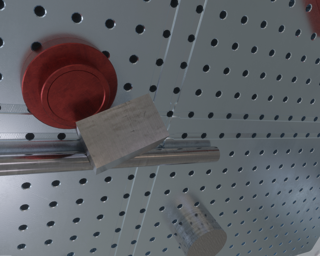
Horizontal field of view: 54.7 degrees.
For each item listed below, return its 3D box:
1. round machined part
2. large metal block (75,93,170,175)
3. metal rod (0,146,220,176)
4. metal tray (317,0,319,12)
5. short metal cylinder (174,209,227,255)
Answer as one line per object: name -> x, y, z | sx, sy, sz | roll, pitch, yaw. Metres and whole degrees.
round machined part -> -0.091, -0.041, 0.325 | 0.099, 0.042, 0.097 | -14, 125, -21
large metal block -> -0.044, 0.010, 0.348 | 0.081, 0.080, 0.050 | -24, 83, -17
metal rod -> -0.047, 0.041, 0.410 | 0.303, 0.025, 0.025 | 0, 118, -29
metal tray -> 0.294, -0.198, 0.447 | 0.130, 0.030, 0.090 | -44, 130, 2
short metal cylinder -> 0.072, 0.194, 0.555 | 0.081, 0.050, 0.079 | -14, 124, -21
